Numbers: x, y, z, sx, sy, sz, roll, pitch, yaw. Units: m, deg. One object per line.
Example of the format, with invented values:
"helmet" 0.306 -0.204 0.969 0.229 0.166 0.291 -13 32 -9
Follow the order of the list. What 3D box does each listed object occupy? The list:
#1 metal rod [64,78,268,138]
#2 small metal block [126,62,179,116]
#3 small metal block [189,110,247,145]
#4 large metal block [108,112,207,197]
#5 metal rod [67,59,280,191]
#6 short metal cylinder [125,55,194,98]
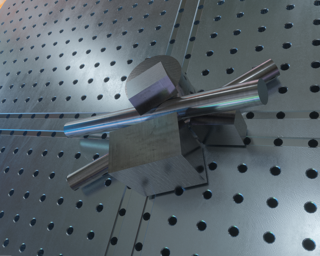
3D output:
"metal rod" -0.021 -0.015 0.379 0.300 0.025 0.025 -9 57 39
"small metal block" -0.010 -0.047 0.363 0.050 0.025 0.050 -31 29 8
"small metal block" 0.068 -0.003 0.354 0.050 0.050 0.025 0 62 29
"large metal block" -0.001 0.033 0.347 0.080 0.080 0.050 -17 55 18
"metal rod" 0.011 0.001 0.399 0.300 0.025 0.025 -30 52 8
"short metal cylinder" 0.000 -0.051 0.419 0.080 0.050 0.080 -13 55 20
